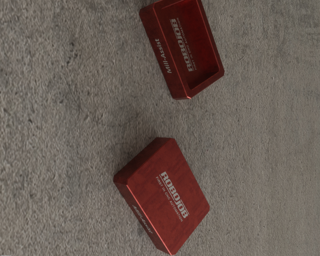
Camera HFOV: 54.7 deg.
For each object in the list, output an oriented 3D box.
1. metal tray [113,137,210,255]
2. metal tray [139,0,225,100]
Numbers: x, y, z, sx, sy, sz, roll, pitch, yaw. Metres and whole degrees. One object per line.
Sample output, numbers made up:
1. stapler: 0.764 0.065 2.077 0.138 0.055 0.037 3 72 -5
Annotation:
1. metal tray: 0.007 0.088 0.408 0.090 0.030 0.130 -42 116 -32
2. metal tray: 0.035 -0.115 0.429 0.091 0.030 0.129 -36 112 -34
